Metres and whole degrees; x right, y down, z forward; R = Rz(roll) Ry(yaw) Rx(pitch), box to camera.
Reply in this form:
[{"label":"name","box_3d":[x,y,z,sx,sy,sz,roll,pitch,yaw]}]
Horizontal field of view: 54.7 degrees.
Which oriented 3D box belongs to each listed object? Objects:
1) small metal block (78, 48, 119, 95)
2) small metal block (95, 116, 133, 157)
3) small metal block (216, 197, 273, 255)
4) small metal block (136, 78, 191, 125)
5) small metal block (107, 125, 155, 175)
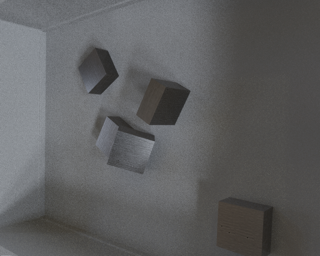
[{"label":"small metal block","box_3d":[-0.097,-0.088,0.484,0.050,0.025,0.050,-38,67,33]},{"label":"small metal block","box_3d":[-0.063,0.017,0.457,0.050,0.025,0.050,38,113,33]},{"label":"small metal block","box_3d":[0.090,0.106,0.331,0.050,0.025,0.050,4,93,39]},{"label":"small metal block","box_3d":[0.005,-0.031,0.385,0.025,0.050,0.050,37,113,33]},{"label":"small metal block","box_3d":[-0.039,0.029,0.419,0.050,0.025,0.050,17,106,-8]}]
